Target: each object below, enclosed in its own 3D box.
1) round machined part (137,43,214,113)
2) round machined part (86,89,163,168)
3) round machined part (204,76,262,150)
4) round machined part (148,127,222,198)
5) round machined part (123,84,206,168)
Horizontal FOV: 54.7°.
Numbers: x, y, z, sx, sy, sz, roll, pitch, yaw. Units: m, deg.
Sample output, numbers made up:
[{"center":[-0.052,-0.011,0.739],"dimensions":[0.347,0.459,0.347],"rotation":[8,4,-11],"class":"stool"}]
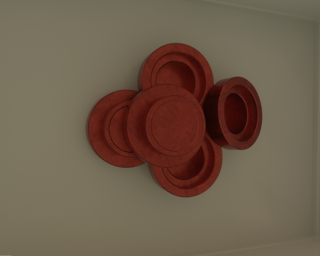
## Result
[{"center":[0.017,-0.058,0.407],"dimensions":[0.099,0.042,0.097],"rotation":[0,90,-21],"class":"round machined part"},{"center":[-0.039,0.001,0.384],"dimensions":[0.099,0.042,0.097],"rotation":[0,90,-21],"class":"round machined part"},{"center":[0.095,-0.019,0.425],"dimensions":[0.099,0.042,0.097],"rotation":[3,86,-41],"class":"round machined part"},{"center":[0.030,0.039,0.412],"dimensions":[0.099,0.042,0.097],"rotation":[0,90,-21],"class":"round machined part"},{"center":[0.010,-0.003,0.358],"dimensions":[0.099,0.042,0.097],"rotation":[0,90,-21],"class":"round machined part"}]
